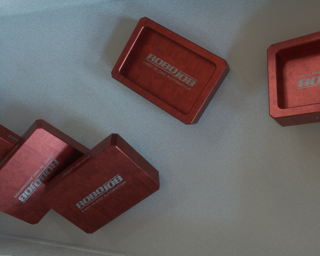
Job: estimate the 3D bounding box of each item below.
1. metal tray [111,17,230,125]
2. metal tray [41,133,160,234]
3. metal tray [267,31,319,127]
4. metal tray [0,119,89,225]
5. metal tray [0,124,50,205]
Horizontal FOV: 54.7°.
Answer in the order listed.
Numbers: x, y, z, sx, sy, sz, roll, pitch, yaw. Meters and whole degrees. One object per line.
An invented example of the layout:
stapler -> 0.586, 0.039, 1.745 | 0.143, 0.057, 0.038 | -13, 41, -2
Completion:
metal tray -> 0.011, -0.074, 0.402 | 0.130, 0.030, 0.090 | 34, 101, 16
metal tray -> -0.077, 0.077, 0.408 | 0.130, 0.030, 0.090 | -36, 116, 16
metal tray -> 0.179, -0.055, 0.311 | 0.130, 0.030, 0.090 | -9, 67, 35
metal tray -> -0.170, 0.063, 0.427 | 0.130, 0.090, 0.030 | -48, 31, 5
metal tray -> -0.221, 0.055, 0.444 | 0.130, 0.030, 0.090 | 38, 104, -23
